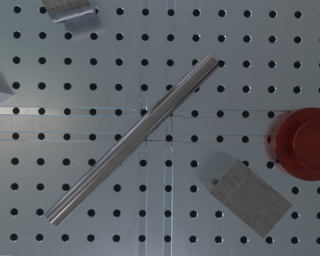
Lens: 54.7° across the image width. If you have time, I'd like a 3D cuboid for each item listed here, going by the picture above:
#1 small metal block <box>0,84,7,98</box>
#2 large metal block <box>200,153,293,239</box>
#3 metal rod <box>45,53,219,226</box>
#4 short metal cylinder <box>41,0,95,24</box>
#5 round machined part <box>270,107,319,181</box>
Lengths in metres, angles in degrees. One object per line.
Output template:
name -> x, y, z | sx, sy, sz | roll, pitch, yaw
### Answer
small metal block -> -0.245, -0.055, 0.411 | 0.050, 0.025, 0.050 | -32, 90, 0
large metal block -> 0.102, 0.079, 0.387 | 0.080, 0.080, 0.050 | 41, 90, 0
metal rod -> -0.036, 0.015, 0.413 | 0.300, 0.025, 0.025 | -45, 90, 0
short metal cylinder -> -0.118, -0.176, 0.385 | 0.050, 0.080, 0.080 | -16, 90, 0
round machined part -> 0.200, 0.021, 0.407 | 0.099, 0.042, 0.097 | 0, 90, 0
